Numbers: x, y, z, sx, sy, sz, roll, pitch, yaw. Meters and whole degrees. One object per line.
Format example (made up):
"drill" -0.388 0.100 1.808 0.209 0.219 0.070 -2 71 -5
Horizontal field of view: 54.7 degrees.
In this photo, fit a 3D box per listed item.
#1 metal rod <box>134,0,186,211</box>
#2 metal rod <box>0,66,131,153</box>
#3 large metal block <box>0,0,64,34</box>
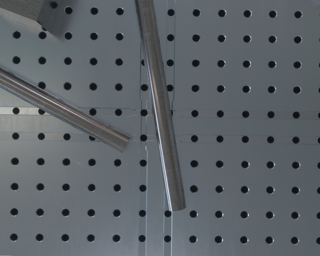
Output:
"metal rod" -0.001 -0.040 0.413 0.025 0.025 0.298 -9 90 0
"metal rod" -0.177 -0.049 0.411 0.301 0.025 0.025 28 90 0
"large metal block" -0.173 -0.181 0.399 0.080 0.050 0.080 21 90 0
